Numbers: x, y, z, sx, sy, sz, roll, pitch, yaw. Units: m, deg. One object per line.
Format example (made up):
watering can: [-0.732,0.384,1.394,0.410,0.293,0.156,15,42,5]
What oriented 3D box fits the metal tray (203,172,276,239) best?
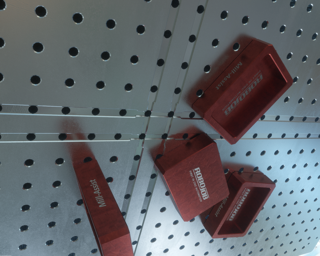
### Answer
metal tray: [0.147,0.145,0.576,0.091,0.030,0.129,10,113,-33]

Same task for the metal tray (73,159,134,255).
metal tray: [-0.068,0.110,0.374,0.030,0.130,0.089,-17,125,-19]

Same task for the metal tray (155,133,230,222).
metal tray: [0.055,0.081,0.487,0.090,0.030,0.130,-29,128,-10]

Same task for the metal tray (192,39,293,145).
metal tray: [0.120,-0.048,0.442,0.130,0.030,0.090,-47,129,5]
